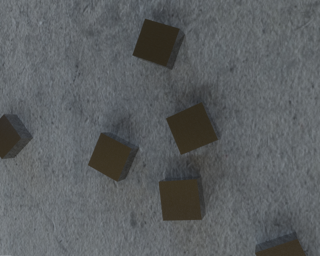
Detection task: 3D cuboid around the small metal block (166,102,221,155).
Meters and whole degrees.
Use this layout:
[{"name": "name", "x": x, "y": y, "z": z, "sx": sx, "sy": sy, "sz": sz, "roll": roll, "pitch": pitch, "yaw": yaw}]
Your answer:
[{"name": "small metal block", "x": 0.043, "y": 0.001, "z": 0.393, "sx": 0.050, "sy": 0.025, "sz": 0.050, "roll": -24, "pitch": 82, "yaw": 18}]

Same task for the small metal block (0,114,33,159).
[{"name": "small metal block", "x": -0.239, "y": 0.013, "z": 0.491, "sx": 0.050, "sy": 0.025, "sz": 0.050, "roll": -43, "pitch": 77, "yaw": 14}]

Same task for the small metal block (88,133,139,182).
[{"name": "small metal block", "x": -0.065, "y": 0.039, "z": 0.431, "sx": 0.050, "sy": 0.025, "sz": 0.050, "roll": 26, "pitch": 98, "yaw": 17}]

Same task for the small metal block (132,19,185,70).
[{"name": "small metal block", "x": -0.002, "y": -0.110, "z": 0.409, "sx": 0.050, "sy": 0.025, "sz": 0.050, "roll": 22, "pitch": 97, "yaw": 18}]

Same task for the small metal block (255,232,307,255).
[{"name": "small metal block", "x": 0.145, "y": 0.156, "z": 0.358, "sx": 0.050, "sy": 0.025, "sz": 0.050, "roll": -27, "pitch": 81, "yaw": 17}]

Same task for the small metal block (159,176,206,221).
[{"name": "small metal block", "x": 0.029, "y": 0.090, "z": 0.398, "sx": 0.050, "sy": 0.025, "sz": 0.050, "roll": -7, "pitch": 88, "yaw": 19}]
